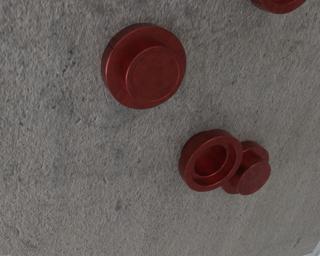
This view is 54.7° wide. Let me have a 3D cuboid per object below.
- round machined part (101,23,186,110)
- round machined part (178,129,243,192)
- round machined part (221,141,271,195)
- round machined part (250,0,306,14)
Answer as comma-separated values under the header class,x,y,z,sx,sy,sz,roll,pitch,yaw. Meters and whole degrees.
class,x,y,z,sx,sy,sz,roll,pitch,yaw
round machined part,-0.013,-0.064,0.349,0.099,0.042,0.097,-14,124,-21
round machined part,0.070,0.043,0.461,0.099,0.042,0.097,-14,124,-21
round machined part,0.145,0.073,0.518,0.099,0.042,0.097,-15,126,-22
round machined part,0.136,-0.185,0.355,0.099,0.042,0.097,-14,124,-21
